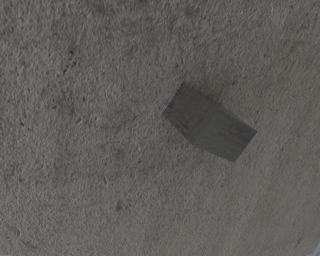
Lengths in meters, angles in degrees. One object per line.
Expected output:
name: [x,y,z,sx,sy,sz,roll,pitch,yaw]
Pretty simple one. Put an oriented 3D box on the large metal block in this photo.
large metal block: [0.063,-0.007,0.400,0.080,0.080,0.050,24,106,-37]
